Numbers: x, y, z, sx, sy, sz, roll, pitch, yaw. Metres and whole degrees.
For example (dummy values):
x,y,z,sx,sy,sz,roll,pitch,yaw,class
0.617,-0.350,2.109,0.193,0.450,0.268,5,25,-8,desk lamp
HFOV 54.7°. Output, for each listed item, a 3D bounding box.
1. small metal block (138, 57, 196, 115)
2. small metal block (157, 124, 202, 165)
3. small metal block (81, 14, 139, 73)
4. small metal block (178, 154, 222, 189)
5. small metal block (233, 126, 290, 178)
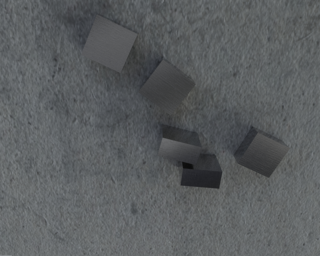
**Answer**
x,y,z,sx,sy,sz,roll,pitch,yaw,class
0.009,-0.053,0.390,0.050,0.025,0.050,35,106,-13,small metal block
0.024,0.020,0.404,0.050,0.050,0.025,14,110,-6,small metal block
-0.059,-0.101,0.372,0.050,0.025,0.050,24,108,-9,small metal block
0.053,0.056,0.418,0.050,0.050,0.025,5,110,-3,small metal block
0.138,0.033,0.424,0.050,0.025,0.050,25,108,-10,small metal block
